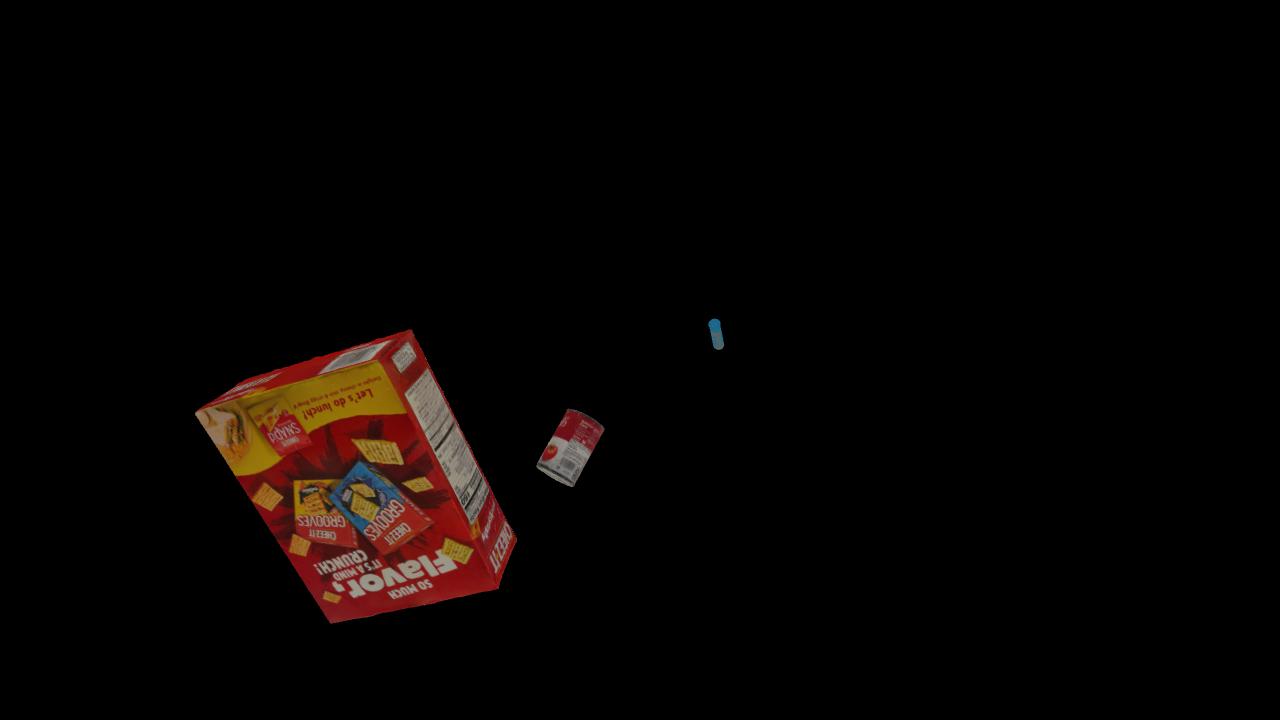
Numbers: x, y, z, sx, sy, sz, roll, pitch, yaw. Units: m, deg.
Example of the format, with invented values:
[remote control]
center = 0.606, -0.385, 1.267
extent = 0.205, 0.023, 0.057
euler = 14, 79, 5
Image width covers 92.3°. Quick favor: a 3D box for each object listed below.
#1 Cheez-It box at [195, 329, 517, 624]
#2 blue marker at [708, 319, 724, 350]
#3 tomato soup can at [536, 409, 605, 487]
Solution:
[Cheez-It box]
center = -0.223, 0.103, 0.511
extent = 0.166, 0.223, 0.071
euler = -15, 21, 11
[blue marker]
center = 0.124, -0.041, 0.997
extent = 0.020, 0.020, 0.121
euler = 0, -15, 10
[tomato soup can]
center = -0.106, 0.135, 0.944
extent = 0.068, 0.101, 0.068
euler = 25, -19, 9
